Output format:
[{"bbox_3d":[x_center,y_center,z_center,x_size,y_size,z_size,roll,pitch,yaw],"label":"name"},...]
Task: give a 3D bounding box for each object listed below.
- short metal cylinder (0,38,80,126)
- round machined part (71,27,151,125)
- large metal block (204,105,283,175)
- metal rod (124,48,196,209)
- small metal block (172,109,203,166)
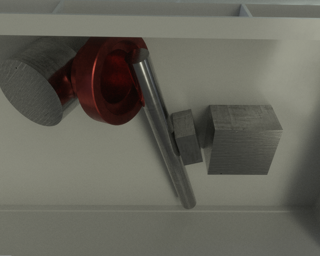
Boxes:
[{"bbox_3d":[-0.122,-0.048,0.331,0.080,0.050,0.079,17,135,18],"label":"short metal cylinder"},{"bbox_3d":[-0.053,-0.054,0.323,0.042,0.098,0.097,14,136,28],"label":"round machined part"},{"bbox_3d":[0.104,0.016,0.408,0.081,0.050,0.079,0,130,-1],"label":"large metal block"},{"bbox_3d":[0.013,0.027,0.408,0.025,0.025,0.299,-11,137,9],"label":"metal rod"},{"bbox_3d":[0.036,0.012,0.403,0.025,0.050,0.050,-13,129,8],"label":"small metal block"}]
